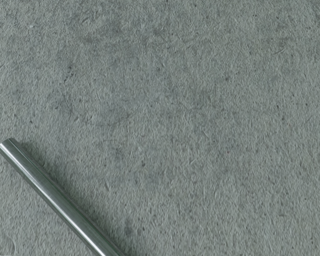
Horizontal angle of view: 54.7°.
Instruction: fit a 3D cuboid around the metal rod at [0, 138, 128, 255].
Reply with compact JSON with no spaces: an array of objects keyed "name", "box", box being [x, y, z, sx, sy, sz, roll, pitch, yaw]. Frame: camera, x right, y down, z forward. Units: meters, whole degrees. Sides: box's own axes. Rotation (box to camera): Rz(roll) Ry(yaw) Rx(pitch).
[{"name":"metal rod","box":[-0.087,0.118,0.363,0.300,0.025,0.025,41,75,13]}]
